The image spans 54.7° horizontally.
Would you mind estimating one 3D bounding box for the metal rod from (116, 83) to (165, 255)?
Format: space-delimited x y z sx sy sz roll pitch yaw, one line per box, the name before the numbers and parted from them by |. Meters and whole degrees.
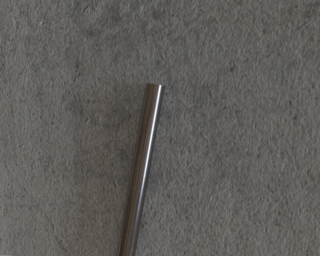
metal rod | -0.032 0.089 0.419 0.025 0.025 0.298 11 94 19
